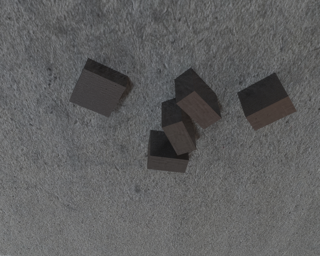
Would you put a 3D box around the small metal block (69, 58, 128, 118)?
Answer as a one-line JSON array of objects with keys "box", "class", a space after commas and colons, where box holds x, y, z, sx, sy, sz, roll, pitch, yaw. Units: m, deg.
[{"box": [-0.073, -0.047, 0.367, 0.050, 0.025, 0.050, 23, 126, -19], "class": "small metal block"}]

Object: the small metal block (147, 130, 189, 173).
[{"box": [0.010, 0.031, 0.417, 0.050, 0.050, 0.025, 7, 130, -7], "class": "small metal block"}]

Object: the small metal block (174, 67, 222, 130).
[{"box": [0.044, -0.035, 0.362, 0.025, 0.050, 0.050, -34, 122, 25], "class": "small metal block"}]

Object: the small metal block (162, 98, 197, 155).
[{"box": [0.024, -0.003, 0.388, 0.025, 0.050, 0.050, -19, 128, 15], "class": "small metal block"}]

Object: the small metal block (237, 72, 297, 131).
[{"box": [0.124, -0.031, 0.365, 0.050, 0.050, 0.025, -29, 125, 22], "class": "small metal block"}]
